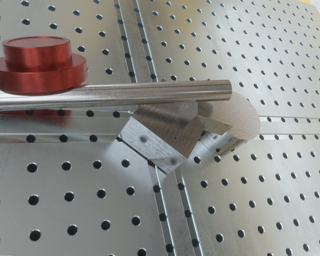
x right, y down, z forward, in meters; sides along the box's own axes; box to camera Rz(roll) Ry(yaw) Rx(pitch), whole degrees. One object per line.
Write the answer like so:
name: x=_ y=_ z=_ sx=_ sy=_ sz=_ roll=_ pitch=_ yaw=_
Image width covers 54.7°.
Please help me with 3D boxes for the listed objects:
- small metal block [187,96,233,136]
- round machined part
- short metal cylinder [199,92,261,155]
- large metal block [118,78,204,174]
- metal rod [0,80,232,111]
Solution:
small metal block: x=0.063 y=-0.024 z=0.391 sx=0.050 sy=0.025 sz=0.050 roll=17 pitch=55 yaw=-19
round machined part: x=-0.131 y=-0.074 z=0.338 sx=0.099 sy=0.042 sz=0.098 roll=1 pitch=26 yaw=0
short metal cylinder: x=0.097 y=-0.008 z=0.451 sx=0.081 sy=0.050 sz=0.080 roll=14 pitch=56 yaw=-21
large metal block: x=0.007 y=-0.003 z=0.396 sx=0.080 sy=0.050 sz=0.080 roll=38 pitch=51 yaw=-3
metal rod: x=-0.067 y=-0.036 z=0.339 sx=0.302 sy=0.025 sz=0.025 roll=-4 pitch=62 yaw=-11
